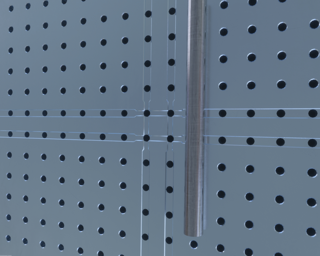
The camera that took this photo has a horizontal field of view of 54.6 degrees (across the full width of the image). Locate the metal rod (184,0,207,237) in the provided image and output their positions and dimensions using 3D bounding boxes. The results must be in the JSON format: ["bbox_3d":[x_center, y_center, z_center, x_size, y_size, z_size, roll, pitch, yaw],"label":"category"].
[{"bbox_3d":[0.045,-0.014,0.396,0.025,0.025,0.298,1,90,20],"label":"metal rod"}]
